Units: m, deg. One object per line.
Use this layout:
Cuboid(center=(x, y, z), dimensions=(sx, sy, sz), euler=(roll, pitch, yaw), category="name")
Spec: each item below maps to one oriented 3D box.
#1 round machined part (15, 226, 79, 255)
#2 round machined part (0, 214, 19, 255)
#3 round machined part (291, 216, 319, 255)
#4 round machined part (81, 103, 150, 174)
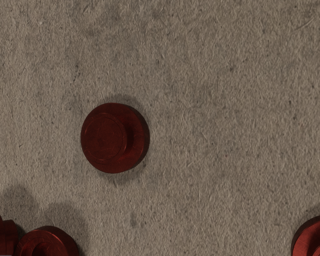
Cuboid(center=(-0.159, 0.192, 0.454), dimensions=(0.098, 0.042, 0.097), euler=(0, 90, 19), category="round machined part")
Cuboid(center=(-0.247, 0.177, 0.471), dimensions=(0.098, 0.042, 0.097), euler=(-3, 85, 49), category="round machined part")
Cuboid(center=(0.194, 0.146, 0.332), dimensions=(0.098, 0.042, 0.097), euler=(0, 90, 19), category="round machined part")
Cuboid(center=(-0.067, 0.014, 0.422), dimensions=(0.098, 0.042, 0.097), euler=(0, 90, 19), category="round machined part")
